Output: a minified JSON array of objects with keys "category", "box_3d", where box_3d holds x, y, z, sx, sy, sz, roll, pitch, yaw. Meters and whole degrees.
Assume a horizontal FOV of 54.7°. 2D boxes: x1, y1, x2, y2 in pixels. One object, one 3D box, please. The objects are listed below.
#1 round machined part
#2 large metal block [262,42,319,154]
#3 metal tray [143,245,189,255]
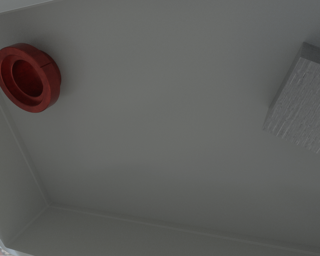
[{"category":"round machined part","box_3d":[-0.183,-0.074,0.446,0.098,0.042,0.097,13,124,20]},{"category":"large metal block","box_3d":[0.156,-0.025,0.295,0.080,0.050,0.079,25,127,12]},{"category":"metal tray","box_3d":[0.022,0.280,0.569,0.090,0.030,0.129,7,122,24]}]
